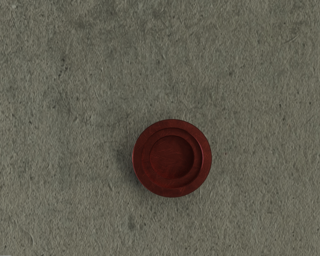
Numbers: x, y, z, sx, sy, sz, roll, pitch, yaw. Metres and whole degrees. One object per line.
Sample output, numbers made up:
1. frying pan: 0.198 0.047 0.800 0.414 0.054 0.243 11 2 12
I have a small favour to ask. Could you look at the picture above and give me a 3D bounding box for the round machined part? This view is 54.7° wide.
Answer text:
1. round machined part: 0.015 0.037 0.403 0.099 0.042 0.097 0 90 -1
